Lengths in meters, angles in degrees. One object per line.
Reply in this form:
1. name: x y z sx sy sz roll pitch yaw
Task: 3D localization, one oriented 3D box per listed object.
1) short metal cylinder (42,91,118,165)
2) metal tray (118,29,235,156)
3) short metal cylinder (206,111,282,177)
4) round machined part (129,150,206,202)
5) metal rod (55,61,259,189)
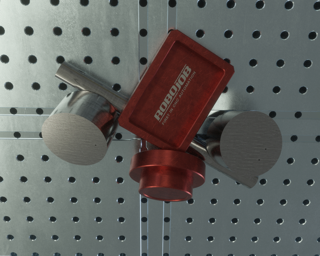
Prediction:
1. short metal cylinder: -0.097 0.000 0.387 0.080 0.050 0.079 6 127 8
2. metal tray: 0.019 -0.040 0.380 0.090 0.030 0.130 30 94 -11
3. short metal cylinder: 0.105 0.018 0.395 0.081 0.050 0.079 -1 93 -11
4. round machined part: 0.009 0.066 0.400 0.099 0.042 0.098 5 153 3
5. metal rod: 0.004 0.001 0.414 0.301 0.025 0.025 30 107 -11
